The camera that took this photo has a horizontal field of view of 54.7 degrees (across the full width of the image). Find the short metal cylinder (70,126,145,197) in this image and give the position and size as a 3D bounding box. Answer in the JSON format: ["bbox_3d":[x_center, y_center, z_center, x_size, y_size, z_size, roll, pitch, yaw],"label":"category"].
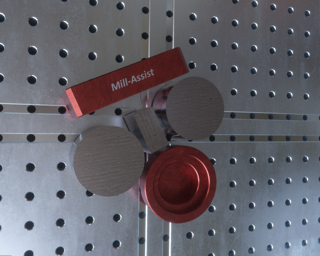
[{"bbox_3d":[-0.064,0.037,0.372,0.081,0.050,0.079,0,90,-20],"label":"short metal cylinder"}]

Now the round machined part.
[{"bbox_3d":[0.021,0.071,0.407,0.099,0.042,0.097,0,90,-20],"label":"round machined part"}]

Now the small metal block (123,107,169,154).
[{"bbox_3d":[-0.018,0.002,0.388,0.025,0.050,0.050,-27,99,-18],"label":"small metal block"}]

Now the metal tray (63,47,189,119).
[{"bbox_3d":[-0.043,-0.050,0.358,0.131,0.090,0.030,-25,99,-18],"label":"metal tray"}]

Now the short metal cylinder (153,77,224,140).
[{"bbox_3d":[0.036,-0.024,0.409,0.081,0.050,0.079,0,90,-20],"label":"short metal cylinder"}]
